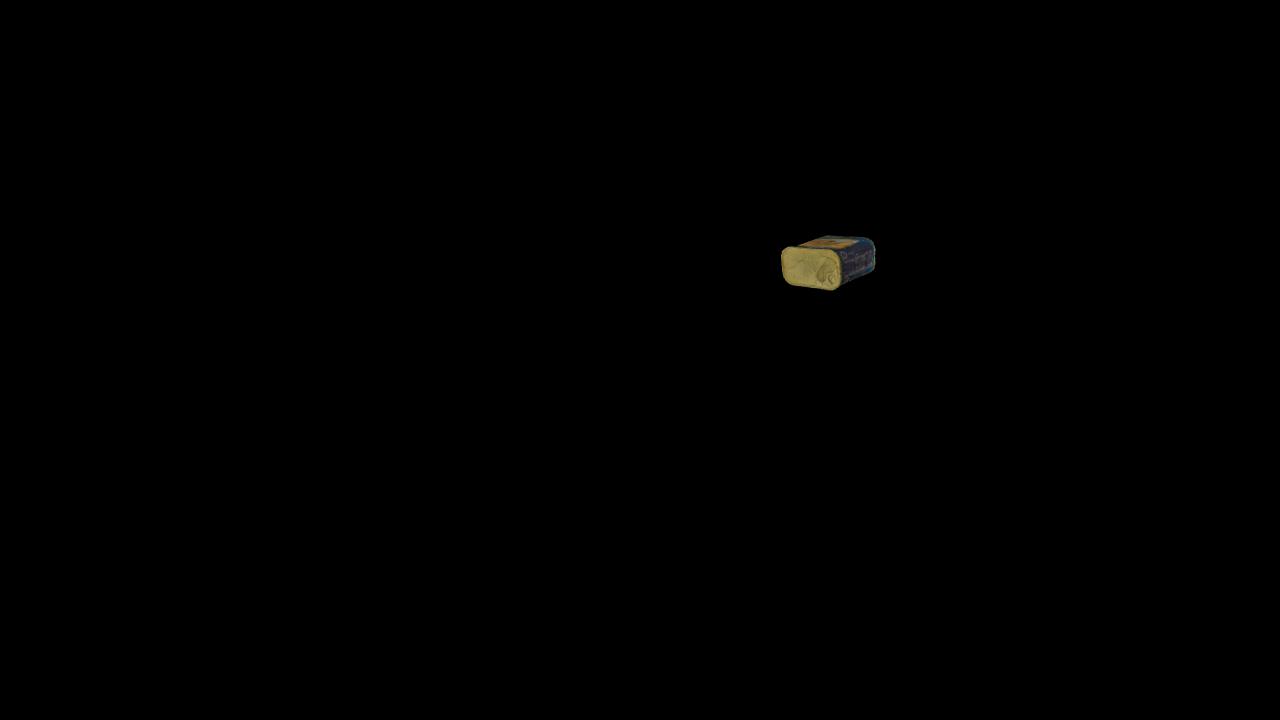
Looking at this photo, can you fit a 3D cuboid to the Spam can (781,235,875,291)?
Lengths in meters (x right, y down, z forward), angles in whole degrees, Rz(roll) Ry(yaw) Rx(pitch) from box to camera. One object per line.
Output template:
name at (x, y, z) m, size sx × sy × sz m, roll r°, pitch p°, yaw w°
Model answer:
Spam can at (0.268, -0.141, 0.875) m, size 0.085 × 0.058 × 0.101 m, roll -23°, pitch 25°, yaw -31°
